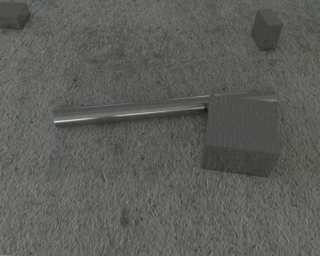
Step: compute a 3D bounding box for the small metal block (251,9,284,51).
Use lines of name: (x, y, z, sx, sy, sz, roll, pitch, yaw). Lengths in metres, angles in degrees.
small metal block: (0.182, -0.168, 0.531, 0.025, 0.050, 0.050, -7, 51, -6)

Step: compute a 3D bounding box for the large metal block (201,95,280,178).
large metal block: (0.096, 0.009, 0.381, 0.080, 0.050, 0.080, 7, 50, 5)

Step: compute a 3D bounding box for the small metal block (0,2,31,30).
small metal block: (-0.277, -0.209, 0.575, 0.050, 0.025, 0.050, 4, 50, 2)

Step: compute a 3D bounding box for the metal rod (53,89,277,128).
metal rod: (0.011, -0.028, 0.426, 0.302, 0.025, 0.025, -6, 50, -6)
